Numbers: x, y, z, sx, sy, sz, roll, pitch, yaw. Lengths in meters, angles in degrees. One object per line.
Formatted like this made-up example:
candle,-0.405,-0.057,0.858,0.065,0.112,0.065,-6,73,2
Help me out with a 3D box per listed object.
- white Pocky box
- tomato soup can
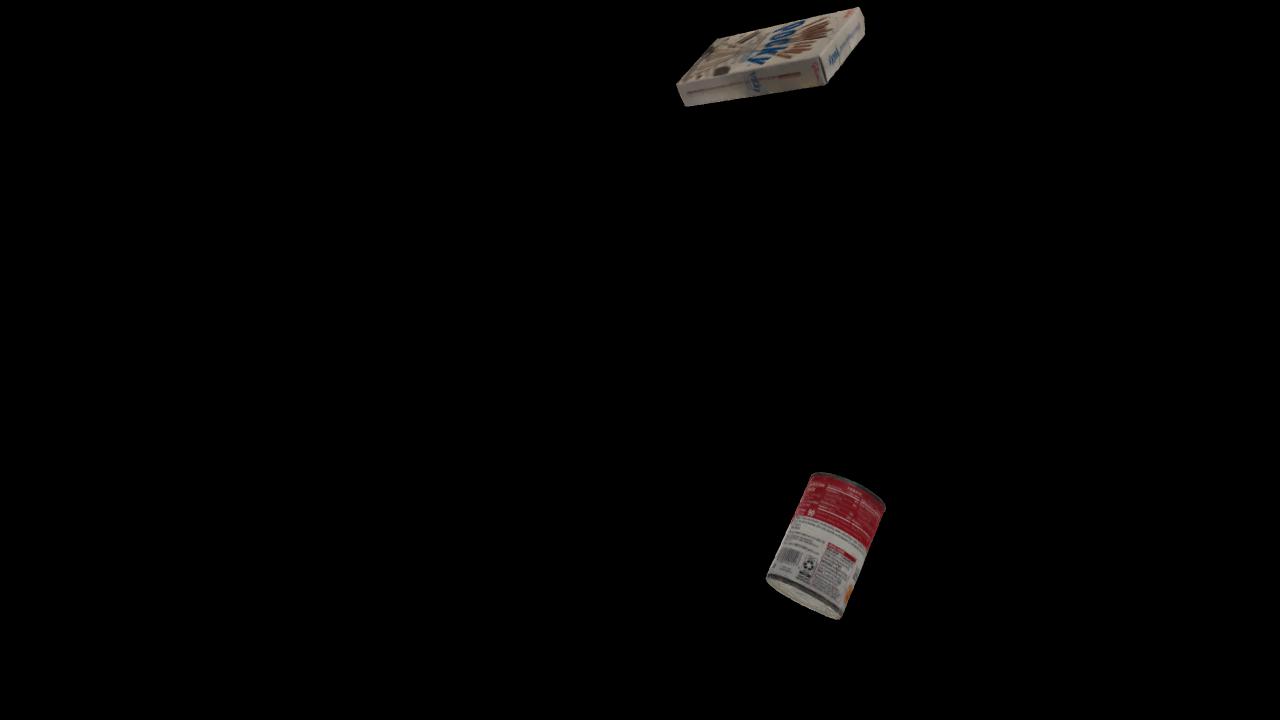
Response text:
white Pocky box,0.115,-0.274,0.562,0.154,0.084,0.028,13,-33,42
tomato soup can,0.157,0.156,0.519,0.068,0.101,0.068,27,-22,12
